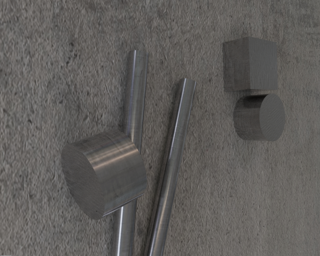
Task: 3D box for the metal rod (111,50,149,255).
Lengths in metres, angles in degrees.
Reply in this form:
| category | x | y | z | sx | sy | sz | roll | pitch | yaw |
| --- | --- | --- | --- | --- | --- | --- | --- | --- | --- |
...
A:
| category | x | y | z | sx | sy | sz | roll | pitch | yaw |
| --- | --- | --- | --- | --- | --- | --- | --- | --- | --- |
| metal rod | -0.038 | 0.056 | 0.373 | 0.025 | 0.025 | 0.298 | 8 | 85 | -40 |

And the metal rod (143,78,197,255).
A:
| category | x | y | z | sx | sy | sz | roll | pitch | yaw |
| --- | --- | --- | --- | --- | --- | --- | --- | --- | --- |
| metal rod | 0.009 | 0.079 | 0.412 | 0.025 | 0.025 | 0.299 | 20 | 78 | -39 |

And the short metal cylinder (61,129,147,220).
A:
| category | x | y | z | sx | sy | sz | roll | pitch | yaw |
| --- | --- | --- | --- | --- | --- | --- | --- | --- | --- |
| short metal cylinder | -0.059 | 0.046 | 0.320 | 0.050 | 0.080 | 0.080 | -22 | 104 | -38 |

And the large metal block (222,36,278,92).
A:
| category | x | y | z | sx | sy | sz | roll | pitch | yaw |
| --- | --- | --- | --- | --- | --- | --- | --- | --- | --- |
| large metal block | 0.151 | -0.102 | 0.514 | 0.081 | 0.050 | 0.079 | -5 | 93 | -40 |

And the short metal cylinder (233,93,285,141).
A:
| category | x | y | z | sx | sy | sz | roll | pitch | yaw |
| --- | --- | --- | --- | --- | --- | --- | --- | --- | --- |
| short metal cylinder | 0.171 | -0.018 | 0.532 | 0.081 | 0.050 | 0.079 | 0 | 90 | -40 |
